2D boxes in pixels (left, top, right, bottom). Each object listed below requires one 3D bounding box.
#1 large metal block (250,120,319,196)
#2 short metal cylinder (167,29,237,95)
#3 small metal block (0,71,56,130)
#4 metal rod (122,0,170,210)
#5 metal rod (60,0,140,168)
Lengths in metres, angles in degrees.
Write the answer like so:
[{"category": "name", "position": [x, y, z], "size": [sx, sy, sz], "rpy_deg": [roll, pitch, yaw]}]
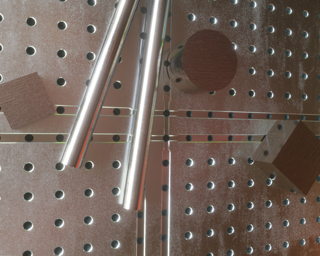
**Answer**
[{"category": "large metal block", "position": [0.201, 0.044, 0.476], "size": [0.080, 0.050, 0.080], "rpy_deg": [41, 77, -16]}, {"category": "short metal cylinder", "position": [0.057, -0.087, 0.421], "size": [0.081, 0.050, 0.079], "rpy_deg": [0, 90, -21]}, {"category": "small metal block", "position": [-0.155, -0.031, 0.356], "size": [0.050, 0.025, 0.050], "rpy_deg": [-25, 99, -19]}, {"category": "metal rod", "position": [-0.016, -0.045, 0.407], "size": [0.025, 0.025, 0.298], "rpy_deg": [9, 87, -20]}, {"category": "metal rod", "position": [-0.062, -0.096, 0.390], "size": [0.025, 0.025, 0.299], "rpy_deg": [21, 83, -19]}]
